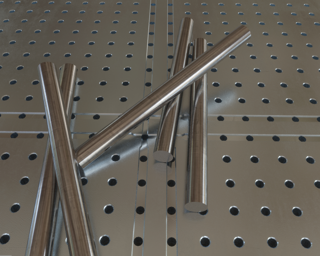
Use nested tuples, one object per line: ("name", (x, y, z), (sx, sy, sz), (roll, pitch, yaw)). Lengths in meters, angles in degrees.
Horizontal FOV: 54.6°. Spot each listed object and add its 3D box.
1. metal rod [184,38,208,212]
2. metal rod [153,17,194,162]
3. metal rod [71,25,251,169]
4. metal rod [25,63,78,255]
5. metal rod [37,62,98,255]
("metal rod", (0.054, -0.029, 0.431), (0.025, 0.025, 0.300), (4, 50, 4))
("metal rod", (0.027, -0.079, 0.473), (0.025, 0.025, 0.300), (7, 50, 6))
("metal rod", (0.012, -0.051, 0.417), (0.301, 0.025, 0.025), (-39, 60, -16))
("metal rod", (-0.129, 0.023, 0.387), (0.025, 0.025, 0.300), (-4, 50, -3))
("metal rod", (-0.107, 0.039, 0.349), (0.025, 0.025, 0.299), (-15, 59, -12))
